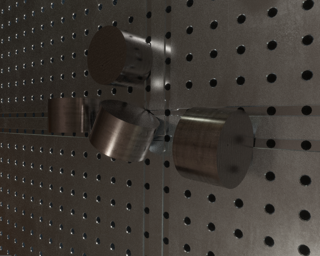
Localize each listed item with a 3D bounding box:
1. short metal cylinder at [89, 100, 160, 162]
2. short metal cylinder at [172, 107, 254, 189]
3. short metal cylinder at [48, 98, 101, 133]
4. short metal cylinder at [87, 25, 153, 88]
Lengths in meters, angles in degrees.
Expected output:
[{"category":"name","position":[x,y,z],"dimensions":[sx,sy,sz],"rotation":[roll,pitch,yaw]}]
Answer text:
[{"category":"short metal cylinder","position":[-0.047,0.002,0.410],"dimensions":[0.080,0.081,0.050],"rotation":[35,112,34]},{"category":"short metal cylinder","position":[0.058,0.019,0.325],"dimensions":[0.050,0.081,0.079],"rotation":[7,95,39]},{"category":"short metal cylinder","position":[-0.131,-0.018,0.479],"dimensions":[0.080,0.081,0.050],"rotation":[-1,90,39]},{"category":"short metal cylinder","position":[-0.057,-0.098,0.438],"dimensions":[0.080,0.050,0.079],"rotation":[0,90,39]}]
